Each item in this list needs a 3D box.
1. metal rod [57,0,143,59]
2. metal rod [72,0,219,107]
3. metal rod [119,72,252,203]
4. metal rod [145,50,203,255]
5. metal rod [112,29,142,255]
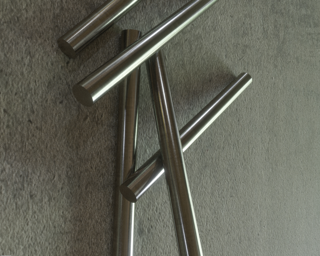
[{"bbox_3d":[-0.014,-0.186,0.392,0.301,0.025,0.025,-51,120,-28],"label":"metal rod"},{"bbox_3d":[0.006,-0.119,0.383,0.301,0.025,0.025,-48,119,-38],"label":"metal rod"},{"bbox_3d":[0.055,-0.005,0.432,0.302,0.025,0.025,-41,115,-38],"label":"metal rod"},{"bbox_3d":[0.017,0.046,0.352,0.025,0.025,0.299,3,70,-40],"label":"metal rod"},{"bbox_3d":[-0.040,0.033,0.371,0.025,0.025,0.298,4,88,-40],"label":"metal rod"}]
